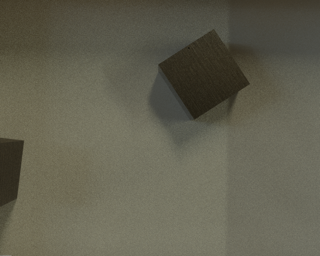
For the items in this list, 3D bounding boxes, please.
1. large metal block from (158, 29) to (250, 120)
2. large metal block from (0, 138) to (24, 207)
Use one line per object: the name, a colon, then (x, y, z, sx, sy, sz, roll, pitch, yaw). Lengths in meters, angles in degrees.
large metal block: (0.053, -0.065, 0.399, 0.080, 0.050, 0.080, -33, 90, 0)
large metal block: (-0.215, 0.054, 0.382, 0.050, 0.080, 0.080, 7, 90, 0)
